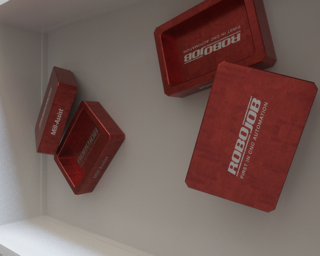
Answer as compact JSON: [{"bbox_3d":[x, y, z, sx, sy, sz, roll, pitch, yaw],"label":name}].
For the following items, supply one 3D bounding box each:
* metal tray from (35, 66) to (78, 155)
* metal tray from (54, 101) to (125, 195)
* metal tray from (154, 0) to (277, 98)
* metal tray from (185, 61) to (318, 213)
[{"bbox_3d":[-0.182,-0.030,0.533,0.129,0.030,0.090,-66,32,19],"label":"metal tray"},{"bbox_3d":[-0.118,0.032,0.501,0.090,0.030,0.129,48,118,29],"label":"metal tray"},{"bbox_3d":[0.057,-0.095,0.356,0.130,0.030,0.090,-16,80,38],"label":"metal tray"},{"bbox_3d":[0.085,0.008,0.307,0.090,0.030,0.129,16,102,9],"label":"metal tray"}]
